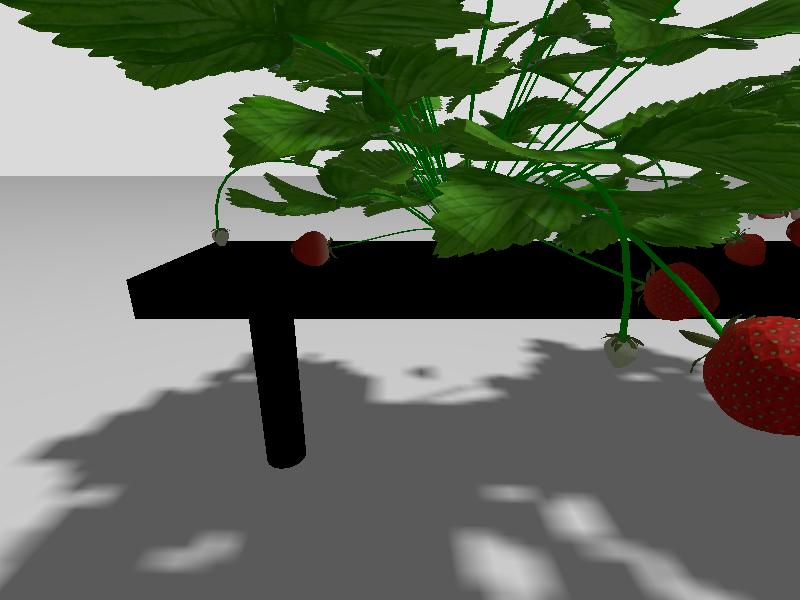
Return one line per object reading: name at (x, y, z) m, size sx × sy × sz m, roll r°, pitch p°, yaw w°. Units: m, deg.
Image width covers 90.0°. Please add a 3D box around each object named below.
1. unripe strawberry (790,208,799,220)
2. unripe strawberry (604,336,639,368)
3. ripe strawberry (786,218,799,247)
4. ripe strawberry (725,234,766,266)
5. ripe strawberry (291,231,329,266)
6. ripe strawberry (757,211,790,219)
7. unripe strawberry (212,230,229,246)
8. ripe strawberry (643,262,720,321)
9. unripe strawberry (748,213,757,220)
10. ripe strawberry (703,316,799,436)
unripe strawberry at (0.549, -0.121, 0.540) m, size 0.038 × 0.032 × 0.038 m, roll 4°, pitch 13°, yaw 12°
unripe strawberry at (0.077, 0.019, 0.140) m, size 0.010 × 0.011 × 0.011 m, roll -2°, pitch 19°, yaw -5°
ripe strawberry at (0.384, -0.065, 0.378) m, size 0.030 × 0.032 × 0.028 m, roll 4°, pitch 19°, yaw 13°
ripe strawberry at (0.272, -0.039, 0.313) m, size 0.027 × 0.023 × 0.027 m, roll 42°, pitch 21°, yaw -4°
ripe strawberry at (-0.071, -0.040, 0.314) m, size 0.028 × 0.028 × 0.027 m, roll -6°, pitch 20°, yaw -16°
ripe strawberry at (0.533, -0.135, 0.573) m, size 0.042 × 0.036 × 0.042 m, roll 2°, pitch 18°, yaw 6°
unripe strawberry at (-0.176, -0.061, 0.394) m, size 0.016 × 0.016 × 0.015 m, roll 3°, pitch 19°, yaw 10°
ripe strawberry at (0.143, -0.003, 0.203) m, size 0.029 × 0.030 × 0.031 m, roll -10°, pitch 22°, yaw -28°
unripe strawberry at (0.475, -0.113, 0.541) m, size 0.009 × 0.010 × 0.010 m, roll -3°, pitch 19°, yaw -8°
ripe strawberry at (0.114, 0.024, 0.119) m, size 0.033 × 0.035 × 0.035 m, roll -4°, pitch 27°, yaw -13°
